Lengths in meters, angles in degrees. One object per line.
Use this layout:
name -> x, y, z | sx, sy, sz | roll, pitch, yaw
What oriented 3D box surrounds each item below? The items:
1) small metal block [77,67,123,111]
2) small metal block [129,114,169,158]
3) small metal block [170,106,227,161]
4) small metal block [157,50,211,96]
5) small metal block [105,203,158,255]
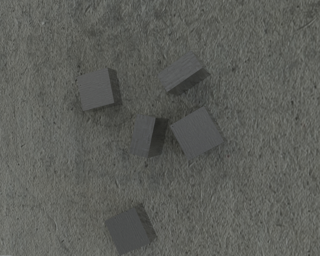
small metal block -> -0.085, -0.053, 0.439 | 0.050, 0.025, 0.050 | -13, 86, 19
small metal block -> -0.013, 0.009, 0.400 | 0.025, 0.050, 0.050 | 13, 95, 19
small metal block -> 0.049, 0.007, 0.392 | 0.050, 0.025, 0.050 | -31, 80, 17
small metal block -> 0.031, -0.066, 0.385 | 0.050, 0.050, 0.025 | -34, 79, 17
small metal block -> -0.040, 0.138, 0.423 | 0.050, 0.025, 0.050 | -29, 81, 17
